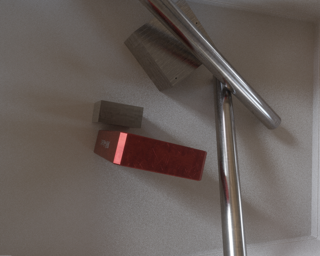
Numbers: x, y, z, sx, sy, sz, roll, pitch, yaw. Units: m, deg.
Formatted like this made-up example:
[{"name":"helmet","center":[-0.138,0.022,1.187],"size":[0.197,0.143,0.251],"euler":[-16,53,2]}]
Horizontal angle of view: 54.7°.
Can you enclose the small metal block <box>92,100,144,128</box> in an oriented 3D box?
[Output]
[{"name":"small metal block","center":[-0.053,-0.016,0.378],"size":[0.050,0.050,0.025],"euler":[9,87,-20]}]

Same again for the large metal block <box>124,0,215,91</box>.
[{"name":"large metal block","center":[0.014,-0.106,0.403],"size":[0.080,0.050,0.080],"euler":[-40,103,-16]}]

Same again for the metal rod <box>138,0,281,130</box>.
[{"name":"metal rod","center":[0.071,-0.081,0.387],"size":[0.301,0.025,0.025],"euler":[35,78,-34]}]

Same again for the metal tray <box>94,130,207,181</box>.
[{"name":"metal tray","center":[-0.018,0.027,0.349],"size":[0.091,0.130,0.030],"euler":[14,86,-20]}]

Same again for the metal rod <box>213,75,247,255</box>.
[{"name":"metal rod","center":[0.084,0.058,0.378],"size":[0.025,0.025,0.299],"euler":[13,61,-20]}]
